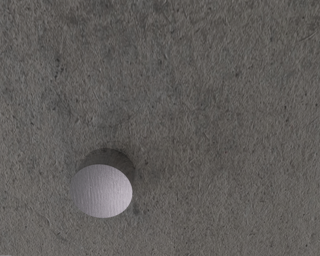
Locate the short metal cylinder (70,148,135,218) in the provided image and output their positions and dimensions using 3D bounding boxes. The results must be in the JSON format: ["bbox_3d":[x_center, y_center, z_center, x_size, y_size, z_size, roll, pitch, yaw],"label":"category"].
[{"bbox_3d":[-0.076,0.074,0.423,0.080,0.050,0.079,0,110,0],"label":"short metal cylinder"}]
